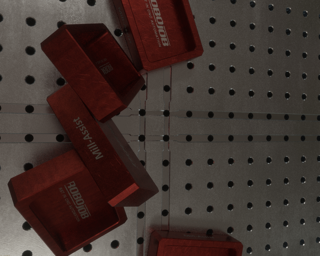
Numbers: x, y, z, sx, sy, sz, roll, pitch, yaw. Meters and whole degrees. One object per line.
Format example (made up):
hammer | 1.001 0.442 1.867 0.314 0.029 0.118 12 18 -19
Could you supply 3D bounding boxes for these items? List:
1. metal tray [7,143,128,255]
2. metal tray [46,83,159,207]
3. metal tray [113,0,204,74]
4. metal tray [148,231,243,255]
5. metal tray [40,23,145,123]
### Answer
metal tray | -0.091 0.082 0.336 0.091 0.030 0.129 -26 139 -18
metal tray | -0.057 0.020 0.327 0.030 0.090 0.130 -36 72 1
metal tray | -0.004 -0.145 0.408 0.091 0.030 0.129 -21 97 -19
metal tray | 0.047 0.195 0.428 0.131 0.030 0.089 11 86 -20
metal tray | -0.062 -0.066 0.336 0.030 0.130 0.090 -33 103 15
